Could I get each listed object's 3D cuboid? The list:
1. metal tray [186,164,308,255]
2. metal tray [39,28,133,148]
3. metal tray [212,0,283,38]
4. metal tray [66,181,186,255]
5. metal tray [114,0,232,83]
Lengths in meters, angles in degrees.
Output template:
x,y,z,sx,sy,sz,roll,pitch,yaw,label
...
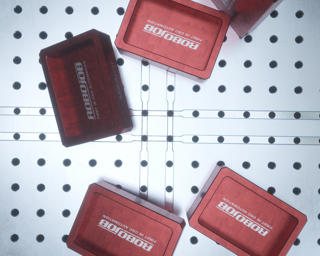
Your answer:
x,y,z,sx,sy,sz,roll,pitch,yaw,label
0.113,0.119,0.411,0.130,0.030,0.090,32,90,0,metal tray
-0.095,-0.048,0.395,0.090,0.030,0.129,-14,90,20,metal tray
0.096,-0.167,0.361,0.030,0.130,0.090,-37,90,0,metal tray
-0.044,0.134,0.395,0.130,0.030,0.090,22,90,13,metal tray
0.017,-0.124,0.410,0.131,0.030,0.090,20,90,0,metal tray
